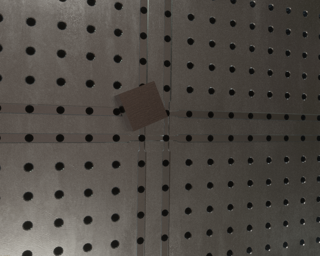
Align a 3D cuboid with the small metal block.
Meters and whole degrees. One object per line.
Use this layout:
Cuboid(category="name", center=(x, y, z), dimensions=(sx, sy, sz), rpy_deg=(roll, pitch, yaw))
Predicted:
Cuboid(category="small metal block", center=(-0.025, -0.028, 0.404), dimensions=(0.050, 0.025, 0.050), rpy_deg=(-24, 98, -19))
